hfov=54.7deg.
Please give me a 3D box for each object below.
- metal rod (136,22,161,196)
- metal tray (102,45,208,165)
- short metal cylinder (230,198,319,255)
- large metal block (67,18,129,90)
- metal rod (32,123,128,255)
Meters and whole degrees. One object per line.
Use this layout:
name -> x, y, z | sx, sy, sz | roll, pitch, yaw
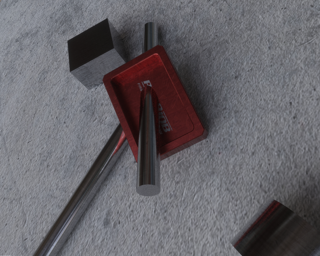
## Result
metal rod -> -0.013, -0.050, 0.414 | 0.025, 0.025, 0.300 | -17, 47, 18
metal tray -> -0.008, -0.028, 0.392 | 0.090, 0.030, 0.130 | -27, 73, 10
short metal cylinder -> 0.104, 0.104, 0.250 | 0.050, 0.080, 0.080 | -46, 51, -4
large metal block -> -0.103, -0.122, 0.515 | 0.080, 0.050, 0.080 | -25, 53, 12
metal rod -> -0.120, 0.120, 0.390 | 0.025, 0.025, 0.300 | 21, 73, 35
